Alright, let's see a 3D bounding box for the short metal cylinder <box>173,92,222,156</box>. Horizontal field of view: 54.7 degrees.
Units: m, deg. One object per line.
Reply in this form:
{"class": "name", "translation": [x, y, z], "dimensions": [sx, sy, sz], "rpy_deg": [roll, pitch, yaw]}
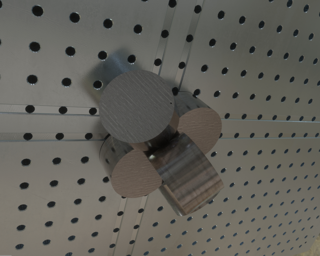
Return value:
{"class": "short metal cylinder", "translation": [0.034, -0.002, 0.413], "dimensions": [0.081, 0.050, 0.079], "rpy_deg": [-14, 125, -21]}

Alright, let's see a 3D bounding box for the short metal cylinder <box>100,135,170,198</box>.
{"class": "short metal cylinder", "translation": [-0.032, 0.044, 0.405], "dimensions": [0.081, 0.050, 0.079], "rpy_deg": [-14, 125, -21]}

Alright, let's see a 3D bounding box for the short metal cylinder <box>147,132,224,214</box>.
{"class": "short metal cylinder", "translation": [0.029, 0.052, 0.358], "dimensions": [0.050, 0.080, 0.080], "rpy_deg": [-36, 129, -5]}

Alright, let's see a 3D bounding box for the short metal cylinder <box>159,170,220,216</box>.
{"class": "short metal cylinder", "translation": [0.041, 0.079, 0.439], "dimensions": [0.080, 0.080, 0.050], "rpy_deg": [-35, 94, -5]}

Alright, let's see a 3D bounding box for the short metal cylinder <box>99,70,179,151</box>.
{"class": "short metal cylinder", "translation": [-0.021, -0.018, 0.345], "dimensions": [0.080, 0.080, 0.050], "rpy_deg": [-40, 164, -2]}
